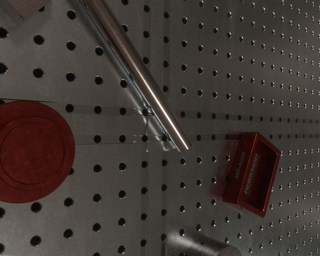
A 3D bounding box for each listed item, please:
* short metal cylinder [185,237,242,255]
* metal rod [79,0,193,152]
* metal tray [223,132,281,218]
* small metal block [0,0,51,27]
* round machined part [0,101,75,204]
[{"bbox_3d":[0.080,0.210,0.463,0.081,0.050,0.079,0,91,-40],"label":"short metal cylinder"},{"bbox_3d":[-0.039,-0.088,0.377,0.025,0.025,0.299,-49,119,-29],"label":"metal rod"},{"bbox_3d":[0.166,0.082,0.548,0.090,0.030,0.130,33,69,-35],"label":"metal tray"},{"bbox_3d":[-0.134,-0.136,0.297,0.050,0.025,0.050,51,60,-28],"label":"small metal block"},{"bbox_3d":[-0.126,0.023,0.293,0.099,0.042,0.097,0,90,-40],"label":"round machined part"}]
